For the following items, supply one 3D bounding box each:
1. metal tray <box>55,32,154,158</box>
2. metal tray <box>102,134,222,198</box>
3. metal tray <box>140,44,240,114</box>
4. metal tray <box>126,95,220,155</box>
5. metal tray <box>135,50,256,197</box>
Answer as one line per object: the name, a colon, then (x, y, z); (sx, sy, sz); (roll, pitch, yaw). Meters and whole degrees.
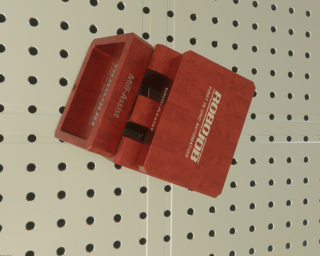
metal tray: (-0.066, -0.039, 0.351); (0.030, 0.090, 0.130); (26, 81, -40)
metal tray: (0.000, 0.044, 0.377); (0.131, 0.090, 0.030); (22, 83, -19)
metal tray: (0.036, -0.055, 0.390); (0.131, 0.090, 0.030); (22, 84, -18)
metal tray: (0.016, 0.001, 0.382); (0.131, 0.090, 0.030); (21, 82, -20)
metal tray: (0.039, -0.004, 0.327); (0.090, 0.030, 0.130); (22, 83, -19)
